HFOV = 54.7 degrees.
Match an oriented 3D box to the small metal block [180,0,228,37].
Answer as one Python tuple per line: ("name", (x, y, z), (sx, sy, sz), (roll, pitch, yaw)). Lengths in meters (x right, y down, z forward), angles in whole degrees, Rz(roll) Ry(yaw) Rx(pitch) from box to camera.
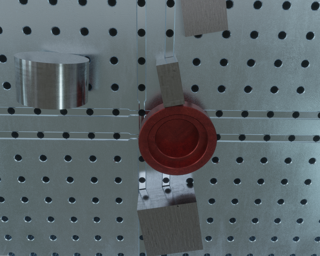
("small metal block", (0.050, -0.137, 0.364), (0.050, 0.025, 0.050), (-9, 110, 3))

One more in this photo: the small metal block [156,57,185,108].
("small metal block", (0.012, -0.058, 0.379), (0.025, 0.050, 0.050), (-10, 110, 3))

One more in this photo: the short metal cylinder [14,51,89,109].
("short metal cylinder", (-0.125, -0.058, 0.361), (0.081, 0.080, 0.050), (6, 110, -3))

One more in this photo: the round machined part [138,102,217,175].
("round machined part", (0.022, 0.010, 0.406), (0.099, 0.042, 0.097), (-1, 114, -2))

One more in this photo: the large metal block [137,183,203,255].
("large metal block", (0.015, 0.132, 0.449), (0.080, 0.050, 0.079), (-9, 110, 2))
